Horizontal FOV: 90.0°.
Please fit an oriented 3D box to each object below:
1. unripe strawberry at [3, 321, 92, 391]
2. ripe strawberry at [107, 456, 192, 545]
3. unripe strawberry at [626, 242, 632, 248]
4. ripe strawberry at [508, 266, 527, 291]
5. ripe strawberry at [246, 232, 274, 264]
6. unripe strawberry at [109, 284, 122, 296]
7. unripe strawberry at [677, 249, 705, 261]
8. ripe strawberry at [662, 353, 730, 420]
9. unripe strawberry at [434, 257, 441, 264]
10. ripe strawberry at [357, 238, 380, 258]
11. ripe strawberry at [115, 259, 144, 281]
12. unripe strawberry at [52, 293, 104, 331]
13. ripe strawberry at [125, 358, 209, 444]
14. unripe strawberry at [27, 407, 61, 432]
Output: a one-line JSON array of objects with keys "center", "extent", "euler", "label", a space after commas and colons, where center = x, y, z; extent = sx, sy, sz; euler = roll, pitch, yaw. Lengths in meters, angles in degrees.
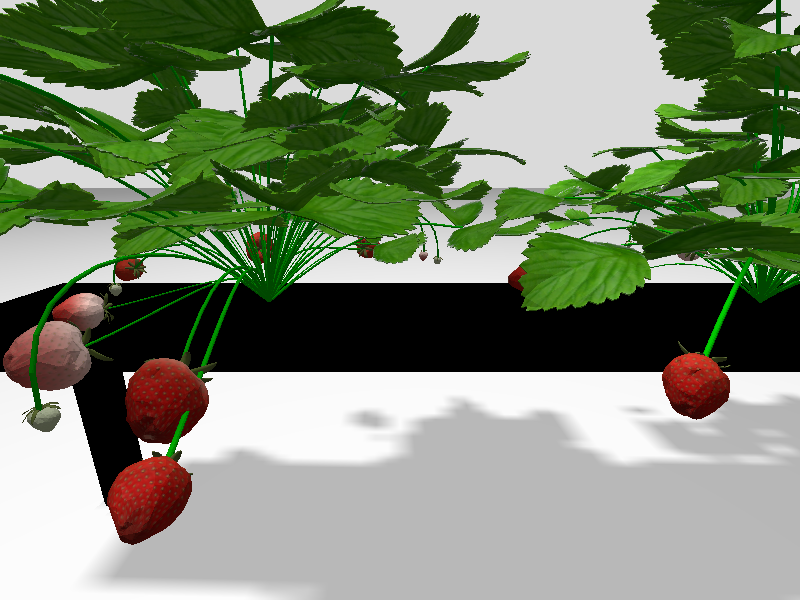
[{"center": [-0.188, 0.031, 0.213], "extent": [0.032, 0.037, 0.035], "euler": [7, 19, 22], "label": "unripe strawberry"}, {"center": [-0.081, 0.065, 0.128], "extent": [0.024, 0.025, 0.026], "euler": [-3, 18, -9], "label": "ripe strawberry"}, {"center": [0.347, -0.084, 0.606], "extent": [0.009, 0.010, 0.010], "euler": [1, 17, 4], "label": "unripe strawberry"}, {"center": [0.122, -0.022, 0.396], "extent": [0.030, 0.026, 0.030], "euler": [-6, 16, 12], "label": "ripe strawberry"}, {"center": [-0.183, -0.069, 0.524], "extent": [0.036, 0.041, 0.039], "euler": [-6, 18, -19], "label": "ripe strawberry"}, {"center": [-0.263, -0.009, 0.370], "extent": [0.010, 0.011, 0.011], "euler": [1, 17, 2], "label": "unripe strawberry"}, {"center": [0.391, -0.072, 0.538], "extent": [0.033, 0.038, 0.036], "euler": [6, 18, 17], "label": "unripe strawberry"}, {"center": [0.139, 0.042, 0.191], "extent": [0.027, 0.029, 0.030], "euler": [18, -22, 44], "label": "ripe strawberry"}, {"center": [0.047, -0.049, 0.499], "extent": [0.010, 0.010, 0.009], "euler": [-14, 22, -38], "label": "unripe strawberry"}, {"center": [-0.043, -0.074, 0.556], "extent": [0.035, 0.031, 0.032], "euler": [6, 18, 20], "label": "ripe strawberry"}, {"center": [-0.296, -0.034, 0.436], "extent": [0.029, 0.024, 0.029], "euler": [-2, 15, 25], "label": "ripe strawberry"}, {"center": [-0.238, 0.009, 0.297], "extent": [0.031, 0.026, 0.031], "euler": [-11, 20, -29], "label": "unripe strawberry"}, {"center": [-0.101, 0.045, 0.171], "extent": [0.031, 0.035, 0.034], "euler": [-2, 35, -5], "label": "ripe strawberry"}, {"center": [-0.152, 0.051, 0.171], "extent": [0.011, 0.011, 0.010], "euler": [3, 18, 9], "label": "unripe strawberry"}]
